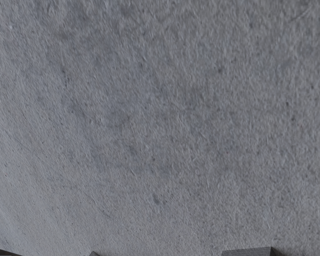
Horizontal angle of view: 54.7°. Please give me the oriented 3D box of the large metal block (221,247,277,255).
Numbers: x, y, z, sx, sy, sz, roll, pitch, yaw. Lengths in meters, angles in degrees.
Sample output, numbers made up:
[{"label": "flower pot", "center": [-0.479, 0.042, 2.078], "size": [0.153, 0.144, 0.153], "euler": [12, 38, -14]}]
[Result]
[{"label": "large metal block", "center": [0.140, 0.227, 0.457], "size": [0.080, 0.050, 0.080], "euler": [-22, 107, 36]}]

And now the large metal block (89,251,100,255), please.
[{"label": "large metal block", "center": [-0.153, 0.321, 0.648], "size": [0.050, 0.080, 0.079], "euler": [32, 128, 7]}]
